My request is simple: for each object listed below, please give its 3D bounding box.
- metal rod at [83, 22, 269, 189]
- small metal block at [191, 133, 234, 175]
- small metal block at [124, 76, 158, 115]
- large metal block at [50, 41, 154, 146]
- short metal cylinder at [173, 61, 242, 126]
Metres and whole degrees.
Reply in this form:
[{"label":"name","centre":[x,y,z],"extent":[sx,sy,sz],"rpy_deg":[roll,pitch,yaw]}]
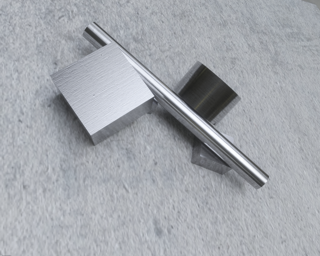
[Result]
[{"label":"metal rod","centre":[0.021,-0.029,0.404],"extent":[0.300,0.025,0.025],"rpy_deg":[41,51,0]},{"label":"small metal block","centre":[0.073,0.031,0.428],"extent":[0.050,0.025,0.050],"rpy_deg":[22,53,-15]},{"label":"small metal block","centre":[-0.032,-0.050,0.421],"extent":[0.050,0.025,0.050],"rpy_deg":[12,57,-22]},{"label":"large metal block","centre":[-0.065,-0.039,0.358],"extent":[0.080,0.050,0.080],"rpy_deg":[-33,81,-15]},{"label":"short metal cylinder","centre":[0.065,-0.048,0.430],"extent":[0.080,0.050,0.080],"rpy_deg":[40,11,-9]}]
